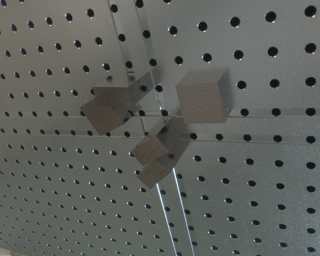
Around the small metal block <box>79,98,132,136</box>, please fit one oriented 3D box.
[{"bbox_3d":[-0.076,-0.023,0.436,0.050,0.025,0.050,-25,105,36],"label":"small metal block"}]

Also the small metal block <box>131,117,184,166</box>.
[{"bbox_3d":[-0.003,0.018,0.407,0.050,0.050,0.025,-33,100,38],"label":"small metal block"}]

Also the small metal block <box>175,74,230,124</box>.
[{"bbox_3d":[0.051,-0.033,0.363,0.050,0.025,0.050,-1,118,28],"label":"small metal block"}]

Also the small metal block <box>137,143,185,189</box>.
[{"bbox_3d":[0.001,0.049,0.423,0.025,0.050,0.050,43,129,-2],"label":"small metal block"}]

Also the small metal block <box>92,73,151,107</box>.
[{"bbox_3d":[-0.047,-0.049,0.388,0.050,0.050,0.025,4,120,25],"label":"small metal block"}]
